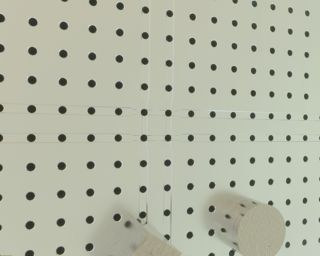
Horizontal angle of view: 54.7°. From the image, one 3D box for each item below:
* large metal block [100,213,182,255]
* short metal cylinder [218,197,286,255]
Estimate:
[{"bbox_3d":[-0.030,0.159,0.372,0.050,0.080,0.080,39,78,-16],"label":"large metal block"},{"bbox_3d":[0.132,0.144,0.448,0.081,0.050,0.079,0,90,-20],"label":"short metal cylinder"}]
